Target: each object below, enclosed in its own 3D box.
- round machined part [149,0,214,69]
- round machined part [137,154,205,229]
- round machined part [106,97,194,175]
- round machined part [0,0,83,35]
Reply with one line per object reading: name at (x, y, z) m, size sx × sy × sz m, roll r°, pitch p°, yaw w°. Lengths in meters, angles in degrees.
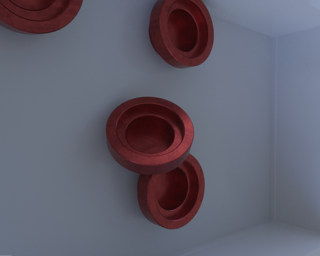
round machined part at (0.024, -0.128, 0.415) m, size 0.099 × 0.042 × 0.097 m, roll 0°, pitch 90°, yaw -40°
round machined part at (0.010, 0.077, 0.404) m, size 0.099 × 0.042 × 0.097 m, roll 0°, pitch 90°, yaw -40°
round machined part at (-0.012, 0.013, 0.362) m, size 0.099 × 0.098 × 0.042 m, roll -42°, pitch 157°, yaw -32°
round machined part at (-0.124, -0.136, 0.284) m, size 0.099 × 0.042 × 0.097 m, roll -11°, pitch 107°, yaw -39°
